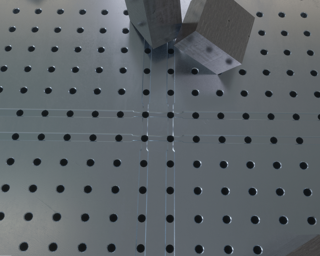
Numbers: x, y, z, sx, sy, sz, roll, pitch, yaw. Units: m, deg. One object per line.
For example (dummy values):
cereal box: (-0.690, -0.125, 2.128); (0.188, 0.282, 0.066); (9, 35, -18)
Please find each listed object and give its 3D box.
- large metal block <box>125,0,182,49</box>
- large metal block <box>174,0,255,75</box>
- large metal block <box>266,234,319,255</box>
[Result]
large metal block: (-0.012, -0.174, 0.437); (0.050, 0.080, 0.080); (-28, 57, -9)
large metal block: (0.077, -0.134, 0.430); (0.080, 0.050, 0.080); (28, 69, -24)
large metal block: (0.154, 0.173, 0.336); (0.080, 0.050, 0.080); (-27, 72, -10)
